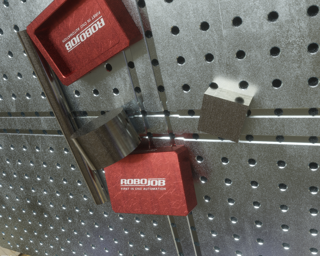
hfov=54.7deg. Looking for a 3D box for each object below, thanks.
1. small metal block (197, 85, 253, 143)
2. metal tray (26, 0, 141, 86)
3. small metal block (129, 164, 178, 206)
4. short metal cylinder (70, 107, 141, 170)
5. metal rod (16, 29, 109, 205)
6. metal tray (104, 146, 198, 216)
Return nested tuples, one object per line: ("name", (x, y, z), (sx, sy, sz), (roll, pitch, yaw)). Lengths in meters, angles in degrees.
("small metal block", (0.075, -0.016, 0.361), (0.050, 0.025, 0.050), (18, 126, 17))
("metal tray", (-0.098, -0.118, 0.386), (0.130, 0.030, 0.090), (-22, 107, 36))
("small metal block", (-0.010, 0.087, 0.471), (0.050, 0.025, 0.050), (-21, 108, 35))
("short metal cylinder", (-0.073, 0.013, 0.423), (0.080, 0.080, 0.050), (-17, 109, 35))
("metal rod", (-0.143, -0.004, 0.484), (0.025, 0.025, 0.298), (-3, 117, 30))
("metal tray", (-0.018, 0.076, 0.447), (0.130, 0.030, 0.089), (-7, 97, 31))
